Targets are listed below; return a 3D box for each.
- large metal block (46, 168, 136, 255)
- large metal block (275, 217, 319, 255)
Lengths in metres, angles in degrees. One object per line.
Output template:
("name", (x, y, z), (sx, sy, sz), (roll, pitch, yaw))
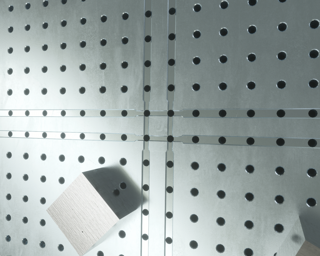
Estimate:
("large metal block", (-0.096, 0.115, 0.434), (0.080, 0.050, 0.080), (-46, 76, 14))
("large metal block", (0.154, 0.152, 0.329), (0.050, 0.080, 0.080), (30, 100, 17))
